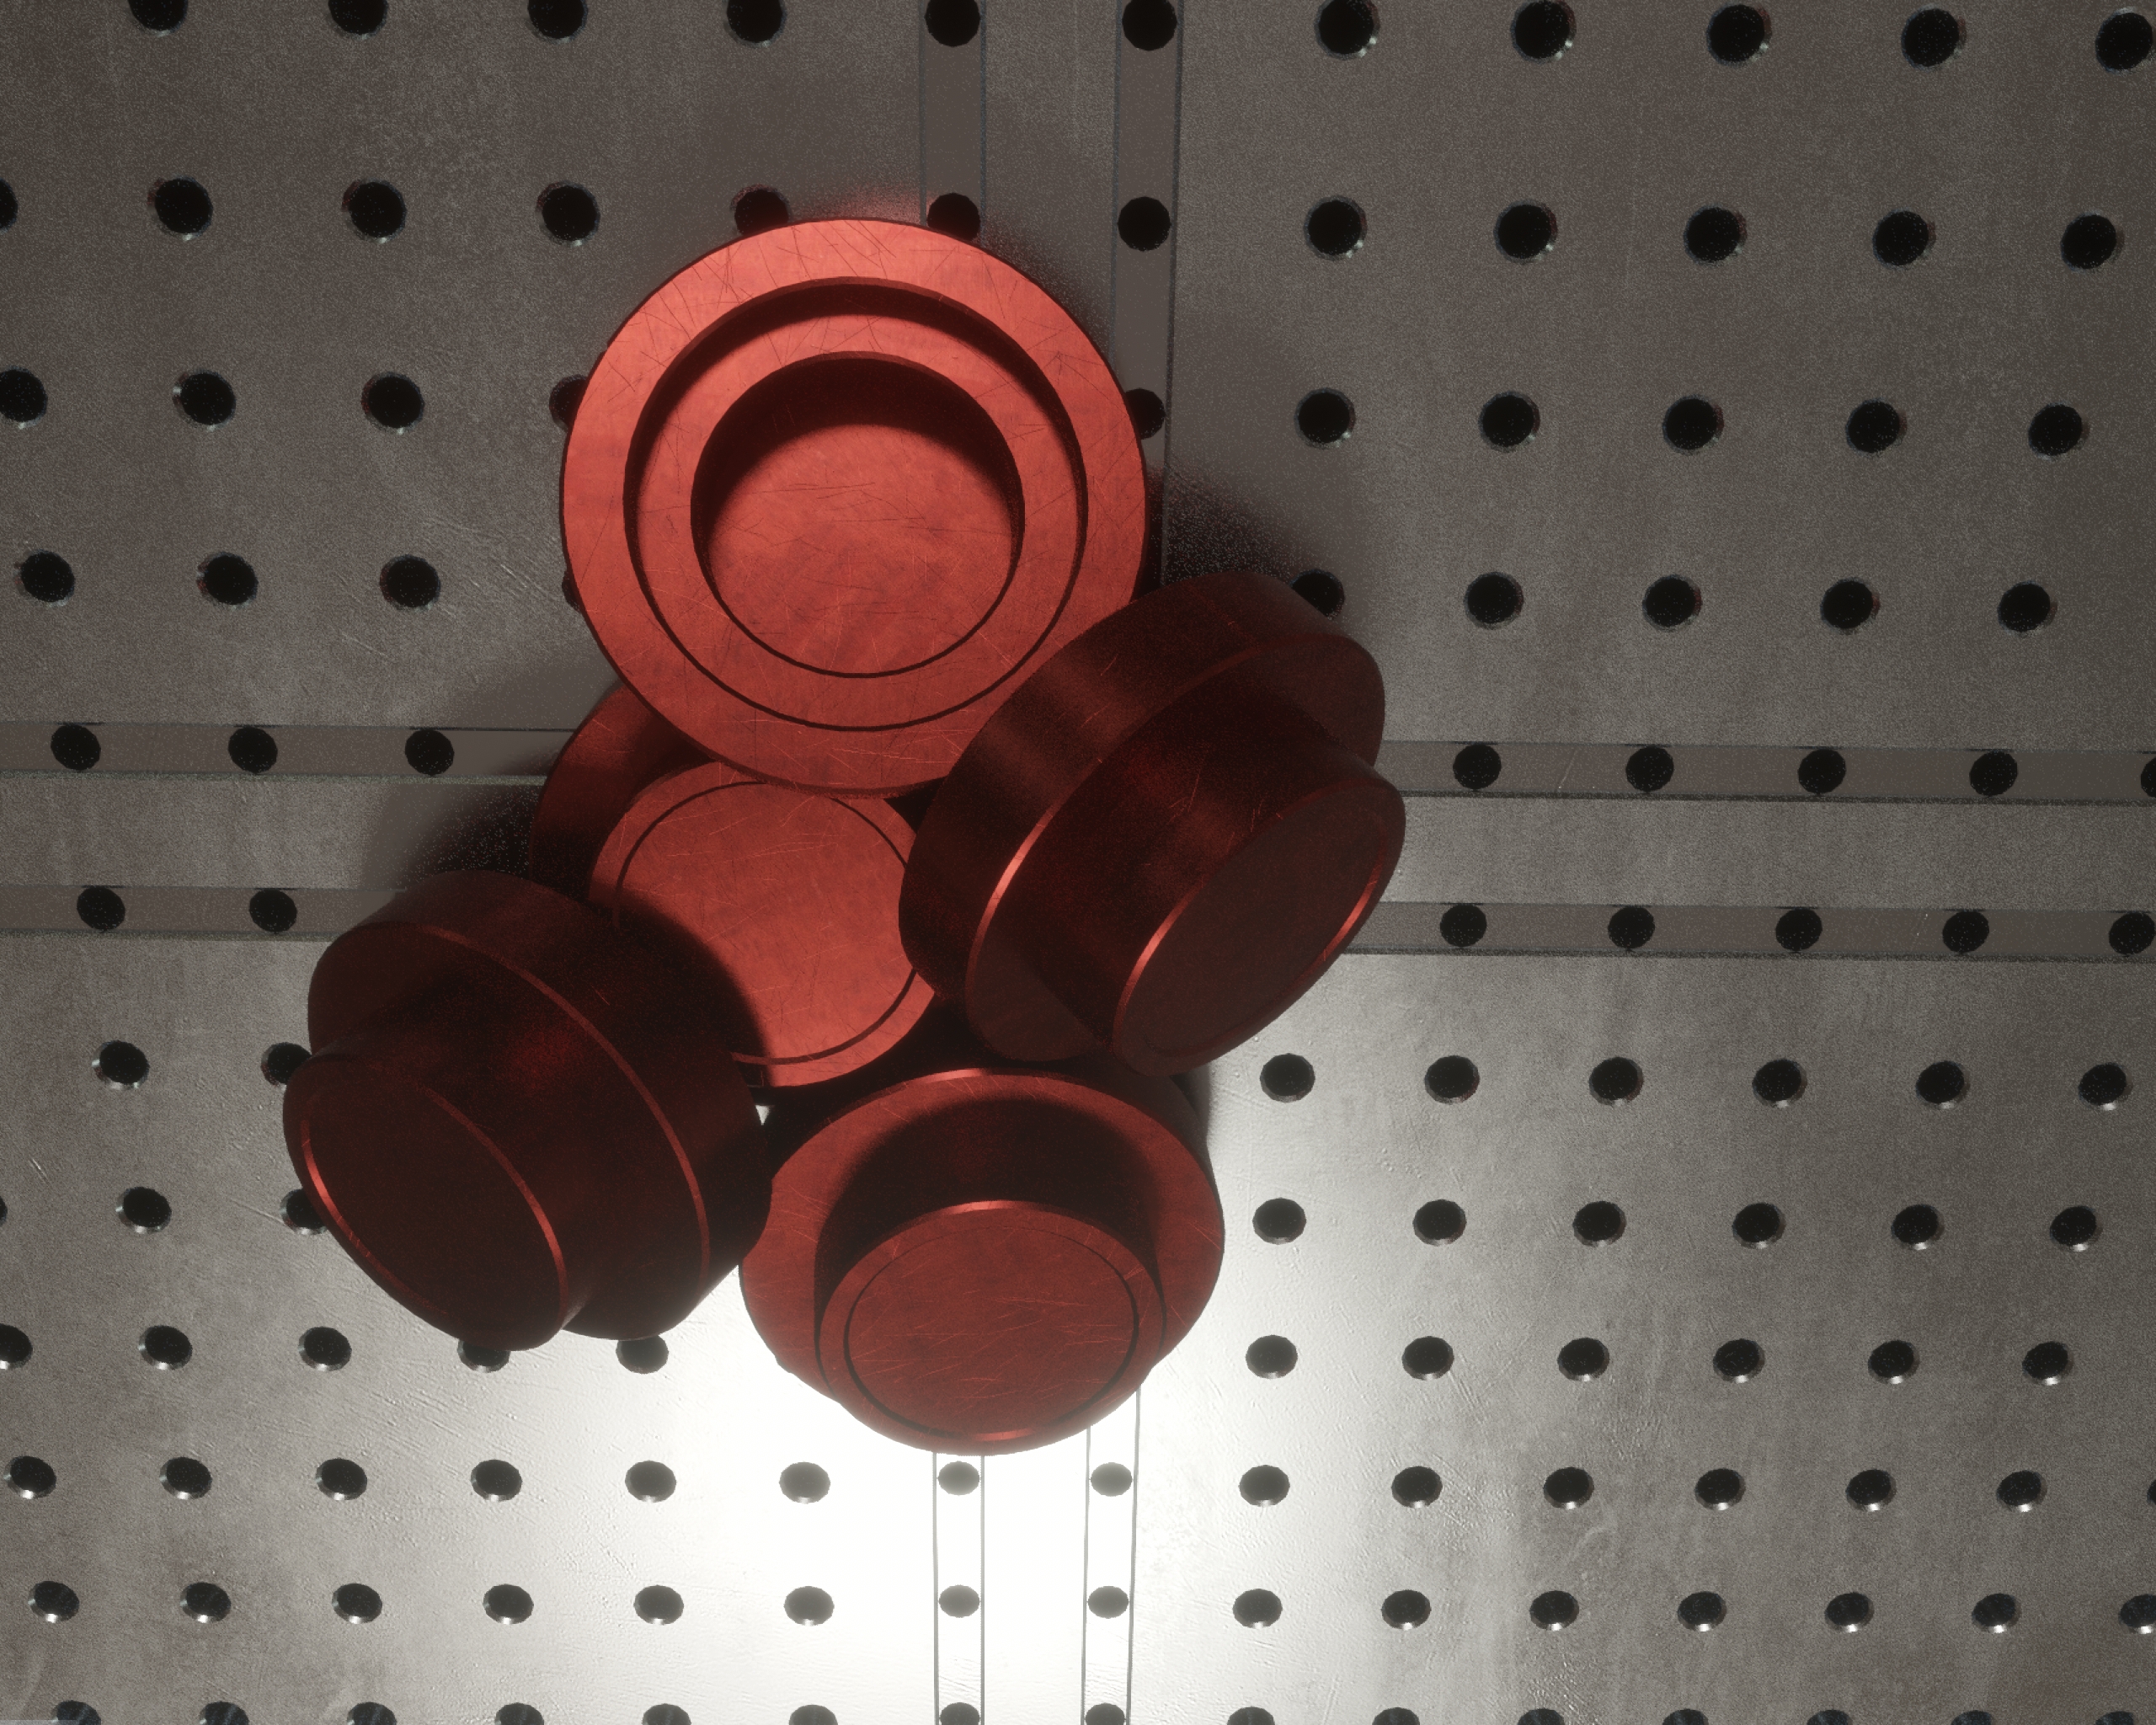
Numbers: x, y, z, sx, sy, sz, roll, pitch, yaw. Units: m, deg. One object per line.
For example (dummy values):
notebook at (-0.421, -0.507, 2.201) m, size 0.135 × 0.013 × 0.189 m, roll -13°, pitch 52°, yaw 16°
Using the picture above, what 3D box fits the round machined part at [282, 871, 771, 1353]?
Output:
round machined part at (-0.111, 0.054, 0.397) m, size 0.098 × 0.042 × 0.097 m, roll 17°, pitch 128°, yaw 24°

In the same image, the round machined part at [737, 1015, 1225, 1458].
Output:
round machined part at (-0.019, 0.081, 0.421) m, size 0.099 × 0.042 × 0.097 m, roll -3°, pitch 122°, yaw -5°

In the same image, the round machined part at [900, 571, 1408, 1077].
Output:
round machined part at (0.020, 0.000, 0.373) m, size 0.042 × 0.099 × 0.098 m, roll 45°, pitch 109°, yaw 28°

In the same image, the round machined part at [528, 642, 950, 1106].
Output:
round machined part at (-0.057, 0.004, 0.404) m, size 0.099 × 0.042 × 0.097 m, roll 0°, pitch 110°, yaw -1°

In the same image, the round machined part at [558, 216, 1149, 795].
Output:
round machined part at (-0.039, -0.060, 0.370) m, size 0.099 × 0.042 × 0.097 m, roll 0°, pitch 89°, yaw -6°
